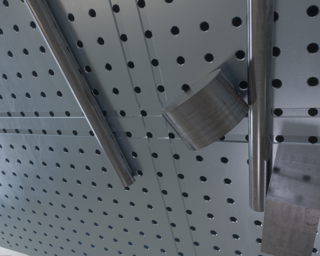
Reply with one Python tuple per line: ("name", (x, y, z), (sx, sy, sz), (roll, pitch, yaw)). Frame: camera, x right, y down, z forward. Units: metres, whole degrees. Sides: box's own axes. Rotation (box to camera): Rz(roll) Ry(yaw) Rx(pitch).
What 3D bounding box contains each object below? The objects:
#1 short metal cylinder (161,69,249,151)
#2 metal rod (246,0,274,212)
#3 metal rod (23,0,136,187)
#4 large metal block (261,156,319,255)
("short metal cylinder", (0.048, -0.020, 0.338), (0.080, 0.080, 0.050), (-32, 101, 38))
("metal rod", (0.108, -0.029, 0.336), (0.025, 0.025, 0.298), (5, 121, 26))
("metal rod", (-0.107, -0.043, 0.440), (0.025, 0.025, 0.299), (-11, 113, 33))
("large metal block", (0.150, 0.090, 0.353), (0.050, 0.080, 0.079), (8, 122, 24))
